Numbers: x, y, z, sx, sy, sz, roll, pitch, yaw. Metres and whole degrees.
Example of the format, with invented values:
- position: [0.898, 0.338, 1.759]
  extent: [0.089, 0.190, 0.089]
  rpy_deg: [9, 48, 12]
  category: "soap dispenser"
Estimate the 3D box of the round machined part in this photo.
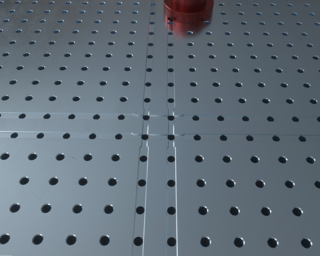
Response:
- position: [0.057, -0.250, 0.608]
  extent: [0.099, 0.042, 0.098]
  rpy_deg: [0, 50, 0]
  category: "round machined part"
